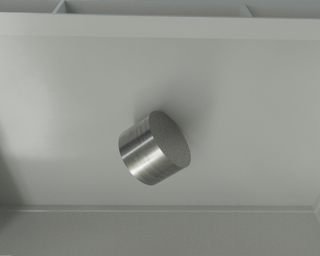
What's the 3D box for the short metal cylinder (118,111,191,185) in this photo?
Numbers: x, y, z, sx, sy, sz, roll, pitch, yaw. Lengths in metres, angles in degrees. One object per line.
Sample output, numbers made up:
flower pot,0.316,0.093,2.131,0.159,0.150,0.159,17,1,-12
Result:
short metal cylinder,-0.006,0.025,0.391,0.050,0.080,0.080,-34,123,25
